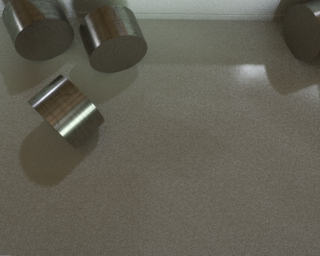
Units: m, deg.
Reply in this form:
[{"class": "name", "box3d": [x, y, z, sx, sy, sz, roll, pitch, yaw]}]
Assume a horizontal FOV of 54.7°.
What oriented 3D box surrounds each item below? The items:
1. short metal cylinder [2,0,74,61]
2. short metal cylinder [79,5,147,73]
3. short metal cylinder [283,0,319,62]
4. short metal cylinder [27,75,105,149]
[{"class": "short metal cylinder", "box3d": [-0.168, -0.139, 0.430, 0.080, 0.080, 0.050, -27, 72, -9]}, {"class": "short metal cylinder", "box3d": [-0.064, -0.119, 0.423, 0.080, 0.080, 0.050, -19, 71, -7]}, {"class": "short metal cylinder", "box3d": [0.219, -0.139, 0.433, 0.050, 0.080, 0.080, -20, 71, -7]}, {"class": "short metal cylinder", "box3d": [-0.116, -0.020, 0.387, 0.080, 0.080, 0.050, 41, 75, 13]}]
